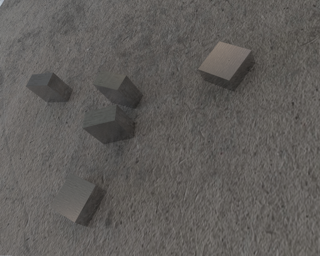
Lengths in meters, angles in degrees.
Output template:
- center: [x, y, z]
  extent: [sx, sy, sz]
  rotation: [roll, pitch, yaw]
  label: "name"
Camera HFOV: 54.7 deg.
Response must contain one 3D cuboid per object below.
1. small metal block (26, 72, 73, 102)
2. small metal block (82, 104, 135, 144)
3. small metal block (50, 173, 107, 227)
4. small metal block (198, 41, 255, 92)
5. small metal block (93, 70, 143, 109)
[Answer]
- center: [-0.188, -0.068, 0.528]
  extent: [0.050, 0.050, 0.025]
  rotation: [1, 62, 28]
  label: "small metal block"
- center: [-0.069, -0.004, 0.426]
  extent: [0.050, 0.050, 0.025]
  rotation: [-12, 57, 21]
  label: "small metal block"
- center: [-0.106, 0.093, 0.403]
  extent: [0.050, 0.025, 0.050]
  rotation: [16, 70, 34]
  label: "small metal block"
- center: [0.088, -0.082, 0.408]
  extent: [0.050, 0.025, 0.050]
  rotation: [30, 78, 37]
  label: "small metal block"
- center: [-0.061, -0.056, 0.454]
  extent: [0.050, 0.050, 0.025]
  rotation: [17, 71, 34]
  label: "small metal block"
